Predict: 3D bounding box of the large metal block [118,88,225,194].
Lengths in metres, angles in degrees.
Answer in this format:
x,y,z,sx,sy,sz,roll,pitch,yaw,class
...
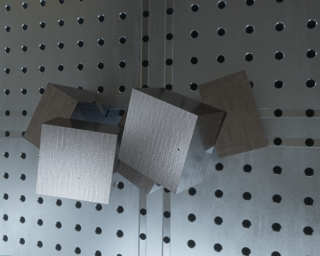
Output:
x,y,z,sx,sy,sz,roll,pitch,yaw,class
0.009,0.008,0.321,0.080,0.050,0.079,26,112,33,large metal block

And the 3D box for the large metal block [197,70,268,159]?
x,y,z,sx,sy,sz,roll,pitch,yaw,class
0.086,-0.014,0.352,0.050,0.080,0.080,-17,85,19,large metal block

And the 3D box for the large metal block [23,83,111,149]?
x,y,z,sx,sy,sz,roll,pitch,yaw,class
-0.125,-0.010,0.425,0.050,0.080,0.080,31,100,17,large metal block

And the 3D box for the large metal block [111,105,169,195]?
x,y,z,sx,sy,sz,roll,pitch,yaw,class
-0.018,0.026,0.404,0.080,0.050,0.080,34,101,16,large metal block

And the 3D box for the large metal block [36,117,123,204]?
x,y,z,sx,sy,sz,roll,pitch,yaw,class
-0.091,0.035,0.360,0.081,0.050,0.079,9,100,-2,large metal block
